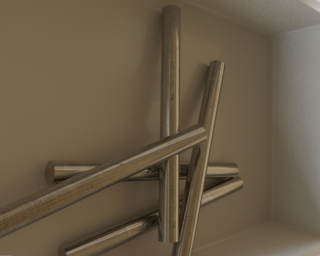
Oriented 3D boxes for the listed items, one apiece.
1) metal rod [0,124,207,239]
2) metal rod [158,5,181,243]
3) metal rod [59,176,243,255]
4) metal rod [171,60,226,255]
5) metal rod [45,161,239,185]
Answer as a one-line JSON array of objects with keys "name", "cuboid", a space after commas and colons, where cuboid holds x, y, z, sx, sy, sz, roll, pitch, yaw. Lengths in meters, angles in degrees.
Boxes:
[{"name": "metal rod", "cuboid": [-0.067, 0.054, 0.317, 0.302, 0.025, 0.025, -22, 104, -32]}, {"name": "metal rod", "cuboid": [0.013, -0.012, 0.395, 0.025, 0.025, 0.298, 9, 78, -40]}, {"name": "metal rod", "cuboid": [0.014, 0.114, 0.419, 0.302, 0.025, 0.025, -11, 97, -40]}, {"name": "metal rod", "cuboid": [0.056, 0.037, 0.428, 0.025, 0.025, 0.299, 31, 63, -36]}, {"name": "metal rod", "cuboid": [0.004, 0.057, 0.410, 0.302, 0.025, 0.025, 6, 87, -40]}]
